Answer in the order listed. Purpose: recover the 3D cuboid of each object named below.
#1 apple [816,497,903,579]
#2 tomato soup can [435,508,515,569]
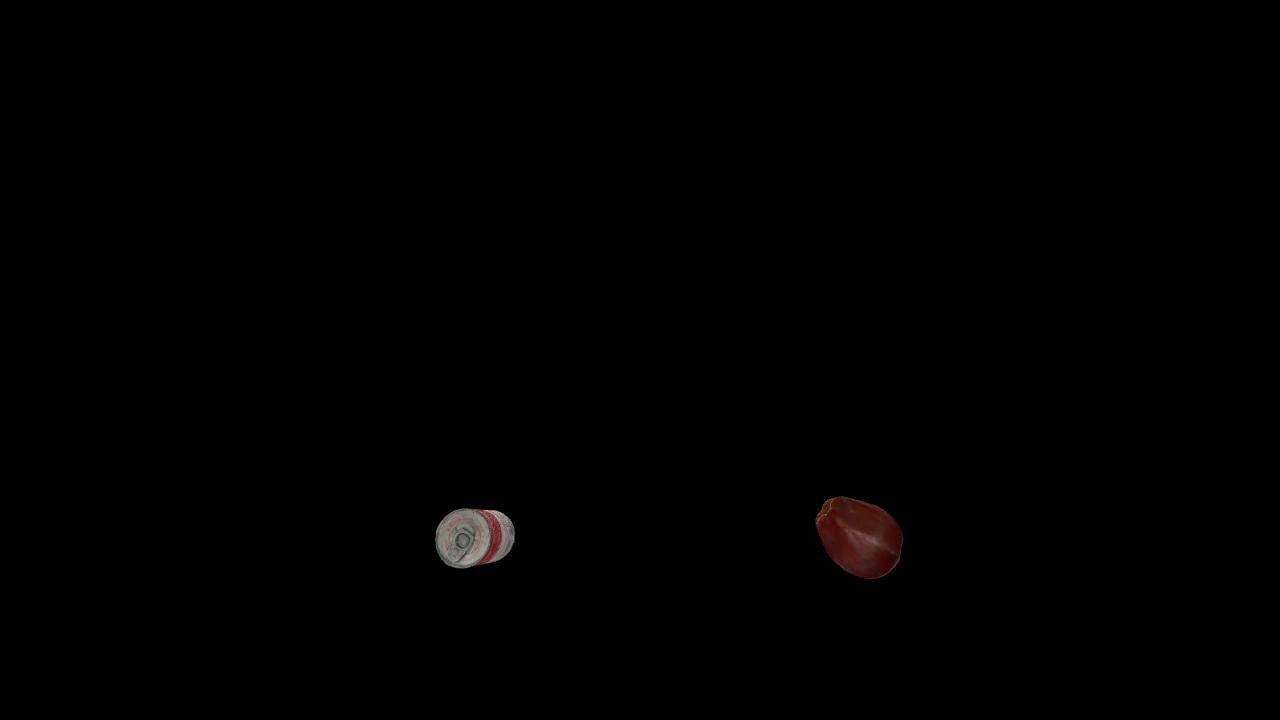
[{"bbox_3d":[0.237,0.191,0.666,0.093,0.079,0.079,35,3,5],"label":"apple"},{"bbox_3d":[-0.199,0.217,0.757,0.068,0.068,0.101,0,-14,6],"label":"tomato soup can"}]
